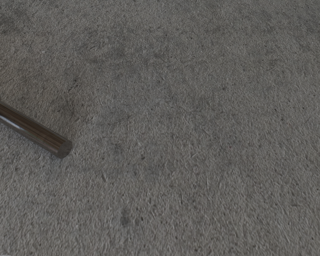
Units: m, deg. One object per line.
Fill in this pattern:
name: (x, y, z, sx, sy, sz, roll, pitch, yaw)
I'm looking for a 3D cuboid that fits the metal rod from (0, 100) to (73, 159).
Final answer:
metal rod: (-0.243, -0.036, 0.430, 0.301, 0.025, 0.025, 26, 55, 20)
